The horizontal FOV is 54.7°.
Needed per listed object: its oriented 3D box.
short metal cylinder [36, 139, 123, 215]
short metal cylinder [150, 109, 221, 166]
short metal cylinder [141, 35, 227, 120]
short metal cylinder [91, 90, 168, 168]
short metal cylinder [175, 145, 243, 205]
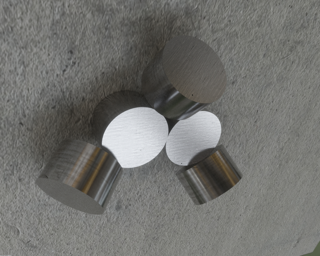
[{"bbox_3d":[-0.089,0.056,0.351,0.080,0.080,0.050,55,46,-39],"label":"short metal cylinder"},{"bbox_3d":[0.033,0.003,0.412,0.081,0.050,0.079,-14,124,-21],"label":"short metal cylinder"},{"bbox_3d":[0.026,-0.055,0.345,0.081,0.080,0.050,1,160,-29],"label":"short metal cylinder"},{"bbox_3d":[-0.037,0.001,0.372,0.081,0.050,0.079,-14,124,-21],"label":"short metal cylinder"},{"bbox_3d":[0.069,0.066,0.443,0.080,0.080,0.050,-32,87,-7],"label":"short metal cylinder"}]
